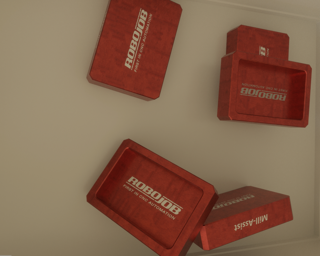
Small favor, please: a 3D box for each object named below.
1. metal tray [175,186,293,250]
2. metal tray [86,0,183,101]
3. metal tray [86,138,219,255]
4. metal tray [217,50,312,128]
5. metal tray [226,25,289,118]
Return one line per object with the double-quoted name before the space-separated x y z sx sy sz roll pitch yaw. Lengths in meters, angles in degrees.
"metal tray" 0.094 0.113 0.409 0.131 0.090 0.030 -11 93 -20
"metal tray" -0.032 -0.109 0.396 0.091 0.030 0.129 16 85 -19
"metal tray" -0.011 0.079 0.359 0.130 0.030 0.090 27 77 27
"metal tray" 0.146 -0.050 0.428 0.131 0.030 0.089 5 88 -20
"metal tray" 0.144 -0.079 0.460 0.091 0.030 0.129 3 89 -20
